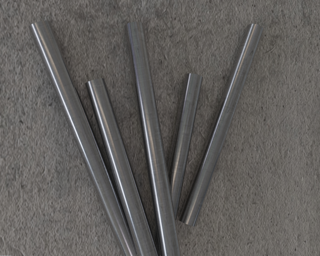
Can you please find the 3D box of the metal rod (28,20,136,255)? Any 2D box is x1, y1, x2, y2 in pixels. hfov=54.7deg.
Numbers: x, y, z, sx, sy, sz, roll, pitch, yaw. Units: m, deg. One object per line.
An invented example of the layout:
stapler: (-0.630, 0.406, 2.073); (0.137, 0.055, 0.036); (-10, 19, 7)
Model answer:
metal rod: (-0.088, 0.020, 0.376); (0.025, 0.025, 0.299); (-23, 98, -19)

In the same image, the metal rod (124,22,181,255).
metal rod: (-0.009, 0.016, 0.390); (0.025, 0.025, 0.298); (-8, 87, -20)

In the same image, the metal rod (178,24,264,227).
metal rod: (0.089, -0.009, 0.441); (0.025, 0.025, 0.299); (23, 82, -19)

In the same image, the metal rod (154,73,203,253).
metal rod: (0.018, 0.075, 0.415); (0.025, 0.025, 0.298); (13, 86, -20)

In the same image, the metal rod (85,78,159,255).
metal rod: (-0.036, 0.086, 0.380); (0.025, 0.025, 0.298); (-17, 90, -19)
